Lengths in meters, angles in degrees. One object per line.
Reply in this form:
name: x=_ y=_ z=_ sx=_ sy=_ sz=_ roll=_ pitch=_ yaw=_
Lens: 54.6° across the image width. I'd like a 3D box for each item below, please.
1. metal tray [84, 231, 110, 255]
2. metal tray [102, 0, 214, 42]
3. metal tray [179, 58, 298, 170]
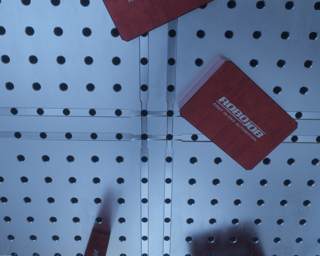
metal tray: x=-0.105 y=0.225 z=0.439 sx=0.030 sy=0.130 sz=0.089 roll=16 pitch=109 yaw=-6
metal tray: x=-0.002 y=-0.166 z=0.349 sx=0.130 sy=0.030 sz=0.090 roll=-24 pitch=109 yaw=8
metal tray: x=0.101 y=-0.016 z=0.405 sx=0.130 sy=0.030 sz=0.090 roll=39 pitch=105 yaw=-13
